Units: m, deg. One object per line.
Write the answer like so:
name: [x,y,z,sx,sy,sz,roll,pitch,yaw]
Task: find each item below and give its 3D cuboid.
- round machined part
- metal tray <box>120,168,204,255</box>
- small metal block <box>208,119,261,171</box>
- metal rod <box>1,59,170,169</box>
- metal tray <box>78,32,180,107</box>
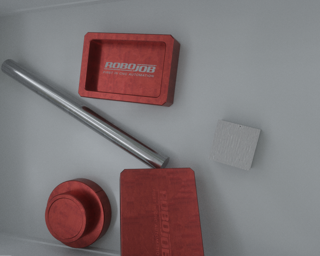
round machined part: [-0.123,0.124,0.443,0.098,0.042,0.097,0,90,19]
metal tray: [0.000,0.113,0.362,0.091,0.030,0.130,0,65,-10]
small metal block: [0.092,0.020,0.378,0.050,0.025,0.050,15,95,19]
metal rod: [-0.118,-0.025,0.450,0.301,0.025,0.025,31,100,17]
metal tray: [-0.043,-0.080,0.422,0.130,0.030,0.089,8,93,19]
